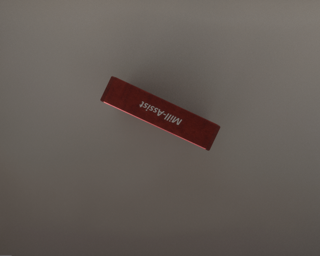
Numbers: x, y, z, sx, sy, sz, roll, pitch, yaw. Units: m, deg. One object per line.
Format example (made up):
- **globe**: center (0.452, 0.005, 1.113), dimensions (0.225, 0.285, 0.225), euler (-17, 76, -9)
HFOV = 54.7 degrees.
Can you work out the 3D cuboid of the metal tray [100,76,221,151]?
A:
- **metal tray**: center (0.000, -0.016, 0.375), dimensions (0.131, 0.090, 0.030), euler (25, 90, -1)
